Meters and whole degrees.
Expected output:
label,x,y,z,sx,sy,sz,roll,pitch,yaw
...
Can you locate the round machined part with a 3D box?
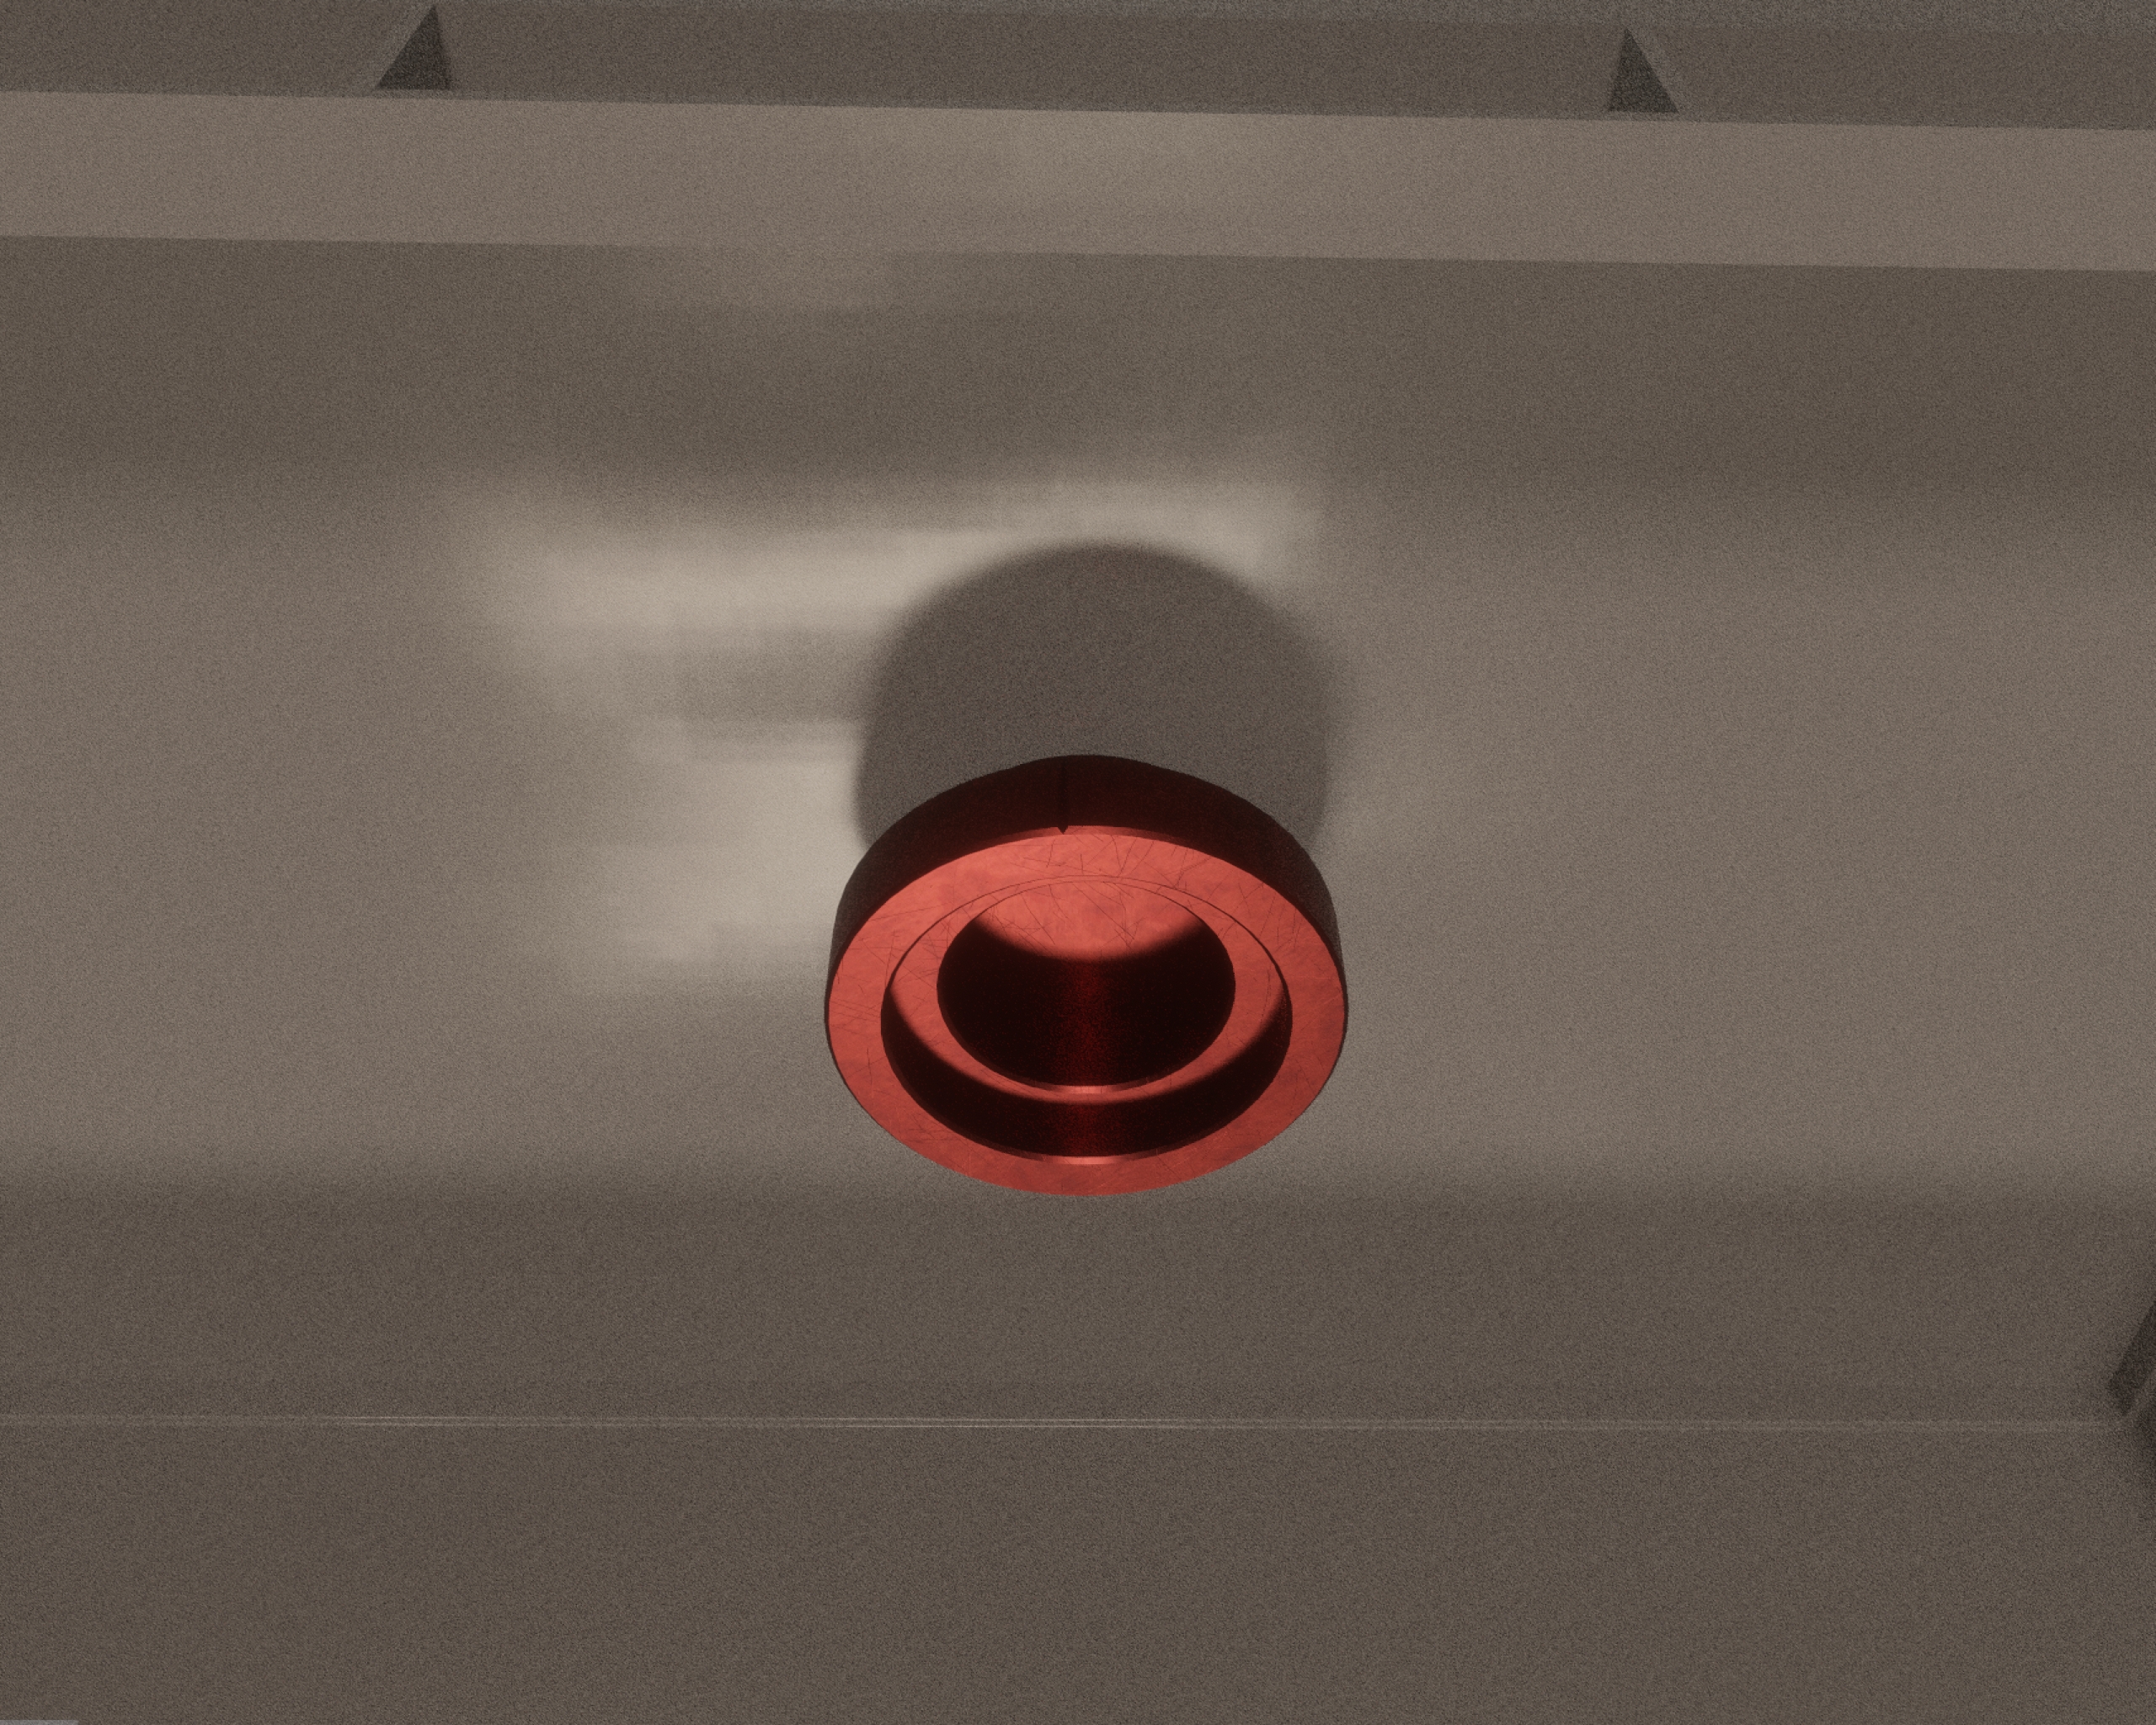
label,x,y,z,sx,sy,sz,roll,pitch,yaw
round machined part,0.002,0.017,0.408,0.099,0.042,0.097,-1,130,0
